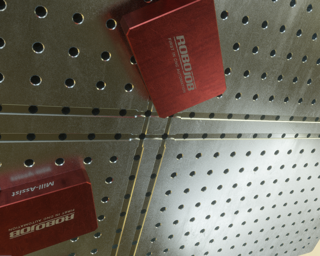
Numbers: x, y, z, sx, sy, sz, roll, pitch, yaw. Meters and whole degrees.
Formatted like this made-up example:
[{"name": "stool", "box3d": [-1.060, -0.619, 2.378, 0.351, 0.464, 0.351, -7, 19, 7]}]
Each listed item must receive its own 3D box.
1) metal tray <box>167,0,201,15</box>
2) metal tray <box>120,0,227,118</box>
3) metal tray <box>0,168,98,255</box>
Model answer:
[{"name": "metal tray", "box3d": [0.014, -0.186, 0.300, 0.130, 0.030, 0.090, 34, 99, -38]}, {"name": "metal tray", "box3d": [0.021, -0.077, 0.347, 0.090, 0.030, 0.130, -23, 137, -1]}, {"name": "metal tray", "box3d": [-0.151, 0.111, 0.394, 0.131, 0.030, 0.089, -14, 124, -21]}]
